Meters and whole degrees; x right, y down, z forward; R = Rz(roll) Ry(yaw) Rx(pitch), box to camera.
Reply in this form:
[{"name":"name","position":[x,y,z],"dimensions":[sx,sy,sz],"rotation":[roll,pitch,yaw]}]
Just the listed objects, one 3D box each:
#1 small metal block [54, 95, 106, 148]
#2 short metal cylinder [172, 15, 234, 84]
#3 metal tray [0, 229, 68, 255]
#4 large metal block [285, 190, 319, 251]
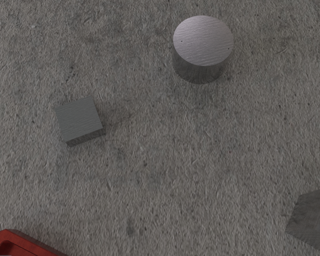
[{"name":"small metal block","position":[-0.105,-0.009,0.410],"dimensions":[0.050,0.025,0.050],"rotation":[-21,72,-8]},{"name":"short metal cylinder","position":[0.058,-0.109,0.435],"dimensions":[0.081,0.050,0.080],"rotation":[0,70,0]},{"name":"metal tray","position":[-0.163,0.189,0.335],"dimensions":[0.090,0.030,0.130],"rotation":[23,71,8]},{"name":"large metal block","position":[0.199,0.111,0.340],"dimensions":[0.080,0.080,0.050],"rotation":[28,73,9]}]
